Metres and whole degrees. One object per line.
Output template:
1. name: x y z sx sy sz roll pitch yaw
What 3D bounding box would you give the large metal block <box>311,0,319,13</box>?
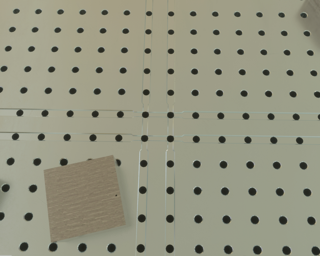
1. large metal block: 0.293 -0.203 0.474 0.080 0.050 0.080 -22 72 -8

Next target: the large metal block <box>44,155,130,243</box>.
1. large metal block: -0.085 0.085 0.367 0.080 0.050 0.080 -12 71 -5
